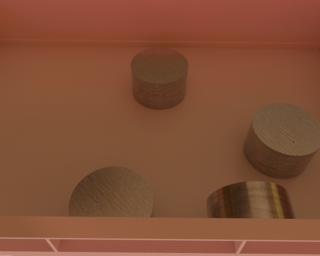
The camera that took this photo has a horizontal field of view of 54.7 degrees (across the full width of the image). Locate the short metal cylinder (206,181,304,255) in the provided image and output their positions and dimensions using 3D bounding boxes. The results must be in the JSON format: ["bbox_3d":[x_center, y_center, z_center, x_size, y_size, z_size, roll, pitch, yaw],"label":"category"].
[{"bbox_3d":[0.086,0.092,0.293,0.081,0.080,0.050,1,50,0],"label":"short metal cylinder"}]

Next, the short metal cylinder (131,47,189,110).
[{"bbox_3d":[-0.001,-0.072,0.450,0.081,0.050,0.080,0,50,0],"label":"short metal cylinder"}]

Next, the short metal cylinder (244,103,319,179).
[{"bbox_3d":[0.148,0.015,0.378,0.081,0.050,0.080,0,50,0],"label":"short metal cylinder"}]

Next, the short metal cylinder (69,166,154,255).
[{"bbox_3d":[-0.047,0.086,0.316,0.081,0.050,0.080,0,50,0],"label":"short metal cylinder"}]
